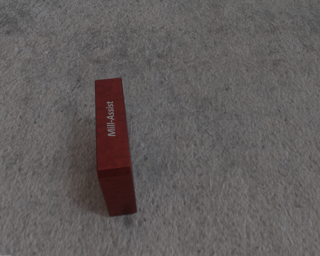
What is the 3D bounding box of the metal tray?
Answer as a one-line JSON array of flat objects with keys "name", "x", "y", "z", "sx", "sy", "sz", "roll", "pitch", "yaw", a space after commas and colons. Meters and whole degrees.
[{"name": "metal tray", "x": -0.049, "y": 0.019, "z": 0.345, "sx": 0.030, "sy": 0.090, "sz": 0.130, "roll": -7, "pitch": 50, "yaw": -5}]
